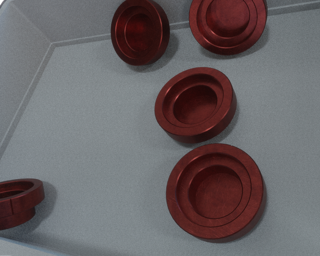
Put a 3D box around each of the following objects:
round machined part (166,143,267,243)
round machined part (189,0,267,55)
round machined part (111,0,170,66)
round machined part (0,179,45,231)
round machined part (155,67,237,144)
[{"bbox_3d":[0.060,0.068,0.321,0.098,0.042,0.098,-13,56,20],"label":"round machined part"},{"bbox_3d":[0.091,-0.150,0.411,0.098,0.097,0.042,-4,32,26],"label":"round machined part"},{"bbox_3d":[-0.025,-0.146,0.475,0.098,0.042,0.097,10,107,33],"label":"round machined part"},{"bbox_3d":[-0.206,0.103,0.414,0.098,0.099,0.042,-1,99,27],"label":"round machined part"},{"bbox_3d":[0.047,-0.024,0.384,0.098,0.042,0.098,-13,56,20],"label":"round machined part"}]
